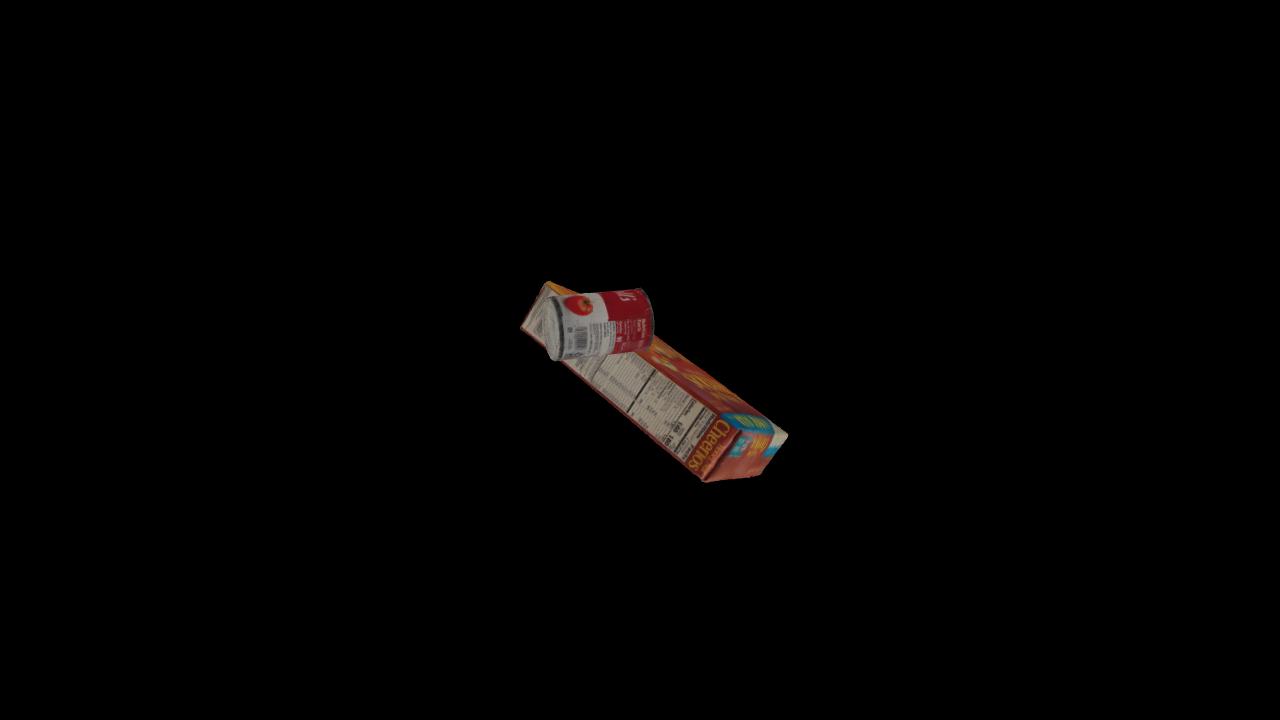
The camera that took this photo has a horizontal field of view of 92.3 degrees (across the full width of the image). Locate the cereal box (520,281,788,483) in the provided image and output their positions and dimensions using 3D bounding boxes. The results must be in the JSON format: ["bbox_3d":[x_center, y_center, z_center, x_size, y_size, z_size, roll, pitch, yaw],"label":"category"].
[{"bbox_3d":[0.022,0.027,0.760,0.306,0.081,0.203,37,10,27],"label":"cereal box"}]

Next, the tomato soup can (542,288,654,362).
[{"bbox_3d":[-0.045,-0.036,0.635,0.101,0.068,0.068,-8,3,-22],"label":"tomato soup can"}]
